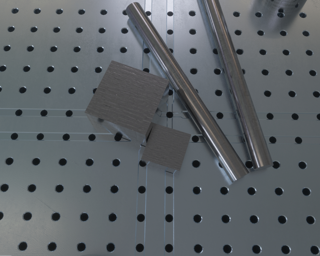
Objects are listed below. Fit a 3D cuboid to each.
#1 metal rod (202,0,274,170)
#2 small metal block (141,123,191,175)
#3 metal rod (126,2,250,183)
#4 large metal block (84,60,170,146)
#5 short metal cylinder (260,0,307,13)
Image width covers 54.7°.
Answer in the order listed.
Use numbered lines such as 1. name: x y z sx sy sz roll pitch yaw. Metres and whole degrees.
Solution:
1. metal rod: 0.103 -0.087 0.444 0.025 0.025 0.299 -11 70 -4
2. small metal block: 0.008 0.027 0.402 0.050 0.025 0.050 17 71 6
3. metal rod: 0.030 -0.061 0.434 0.025 0.025 0.299 -27 72 -10
4. large metal block: -0.040 -0.032 0.410 0.080 0.050 0.080 20 71 7
5. short metal cylinder: 0.200 -0.229 0.484 0.081 0.050 0.080 0 70 0
